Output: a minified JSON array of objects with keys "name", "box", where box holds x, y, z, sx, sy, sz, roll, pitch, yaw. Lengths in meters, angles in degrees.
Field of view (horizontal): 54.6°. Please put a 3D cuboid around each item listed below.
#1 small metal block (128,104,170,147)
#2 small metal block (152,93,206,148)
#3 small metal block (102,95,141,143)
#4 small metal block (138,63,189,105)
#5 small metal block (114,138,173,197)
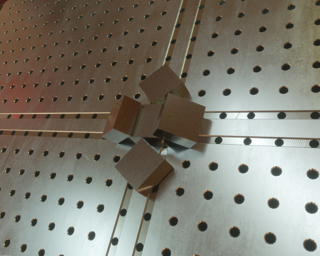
[{"name":"small metal block","box":[-0.009,-0.004,0.415,0.050,0.025,0.050,2,62,29]},{"name":"small metal block","box":[0.024,-0.009,0.384,0.050,0.025,0.050,20,66,-8]},{"name":"small metal block","box":[-0.054,-0.011,0.428,0.050,0.025,0.050,-29,41,59]},{"name":"small metal block","box":[0.005,-0.057,0.441,0.050,0.025,0.050,-37,50,2]},{"name":"small metal block","box":[-0.021,0.049,0.389,0.050,0.025,0.050,-47,50,-4]}]
